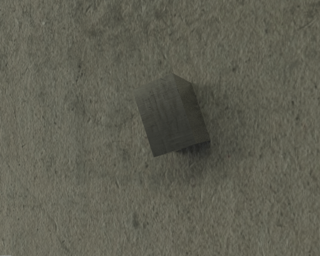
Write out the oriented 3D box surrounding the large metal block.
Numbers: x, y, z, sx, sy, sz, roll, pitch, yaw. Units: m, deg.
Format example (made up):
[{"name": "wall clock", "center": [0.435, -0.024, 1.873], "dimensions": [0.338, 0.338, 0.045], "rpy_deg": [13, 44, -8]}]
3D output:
[{"name": "large metal block", "center": [0.017, -0.014, 0.374], "dimensions": [0.050, 0.080, 0.080], "rpy_deg": [-20, 83, 19]}]
